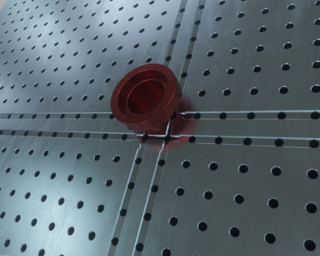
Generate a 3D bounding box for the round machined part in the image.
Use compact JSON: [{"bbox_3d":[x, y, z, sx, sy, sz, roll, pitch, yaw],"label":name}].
[{"bbox_3d":[-0.016,-0.038,0.430,0.098,0.042,0.098,-13,56,21],"label":"round machined part"}]
